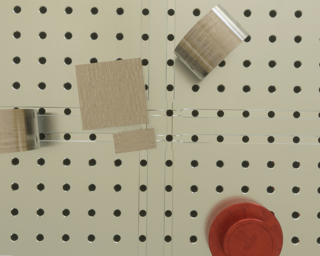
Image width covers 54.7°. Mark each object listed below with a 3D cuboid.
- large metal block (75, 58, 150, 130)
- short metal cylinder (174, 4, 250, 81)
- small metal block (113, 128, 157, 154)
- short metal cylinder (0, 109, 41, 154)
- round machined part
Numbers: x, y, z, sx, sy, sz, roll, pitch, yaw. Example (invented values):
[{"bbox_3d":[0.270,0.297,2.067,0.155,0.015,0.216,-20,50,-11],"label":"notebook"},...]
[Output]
[{"bbox_3d":[-0.058,-0.041,0.400,0.080,0.050,0.080,-7,90,0],"label":"large metal block"},{"bbox_3d":[0.064,-0.105,0.386,0.080,0.080,0.050,-44,90,0],"label":"short metal cylinder"},{"bbox_3d":[-0.031,0.016,0.401,0.050,0.050,0.025,-8,90,0],"label":"small metal block"},{"bbox_3d":[-0.193,0.005,0.384,0.081,0.080,0.050,-5,90,0],"label":"short metal cylinder"},{"bbox_3d":[0.113,0.147,0.406,0.099,0.042,0.097,0,90,0],"label":"round machined part"}]
